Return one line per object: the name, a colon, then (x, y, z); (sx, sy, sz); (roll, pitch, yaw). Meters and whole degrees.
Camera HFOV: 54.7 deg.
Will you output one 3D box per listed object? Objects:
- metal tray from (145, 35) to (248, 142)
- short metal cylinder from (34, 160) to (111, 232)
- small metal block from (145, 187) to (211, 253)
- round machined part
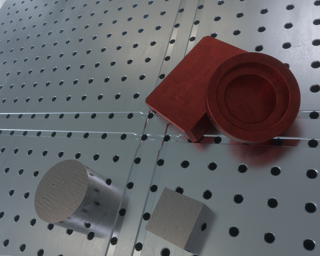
metal tray: (0.054, -0.055, 0.411); (0.130, 0.030, 0.090); (-48, 51, -6)
short metal cylinder: (-0.111, 0.087, 0.397); (0.080, 0.050, 0.080); (-13, 56, 21)
small metal block: (0.020, 0.099, 0.337); (0.050, 0.025, 0.050); (16, 70, 34)
round machined part: (0.099, -0.031, 0.347); (0.099, 0.042, 0.097); (0, 80, 2)
